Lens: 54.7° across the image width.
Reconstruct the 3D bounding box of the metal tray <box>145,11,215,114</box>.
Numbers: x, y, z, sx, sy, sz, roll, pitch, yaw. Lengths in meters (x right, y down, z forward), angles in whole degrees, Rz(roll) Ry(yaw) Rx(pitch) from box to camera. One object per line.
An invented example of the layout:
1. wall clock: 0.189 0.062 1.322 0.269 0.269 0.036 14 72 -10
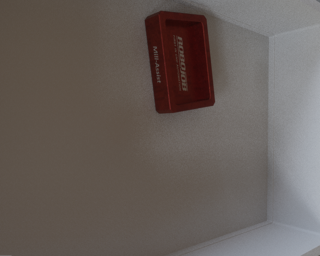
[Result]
1. metal tray: 0.030 -0.090 0.430 0.091 0.030 0.129 -12 98 -40
